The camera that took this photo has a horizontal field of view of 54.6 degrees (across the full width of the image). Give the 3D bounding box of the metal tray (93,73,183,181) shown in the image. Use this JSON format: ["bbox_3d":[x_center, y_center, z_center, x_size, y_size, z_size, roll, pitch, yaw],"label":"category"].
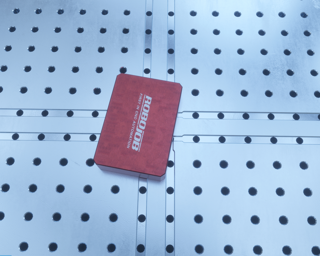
[{"bbox_3d":[-0.026,-0.003,0.410,0.090,0.030,0.130,11,70,4],"label":"metal tray"}]
